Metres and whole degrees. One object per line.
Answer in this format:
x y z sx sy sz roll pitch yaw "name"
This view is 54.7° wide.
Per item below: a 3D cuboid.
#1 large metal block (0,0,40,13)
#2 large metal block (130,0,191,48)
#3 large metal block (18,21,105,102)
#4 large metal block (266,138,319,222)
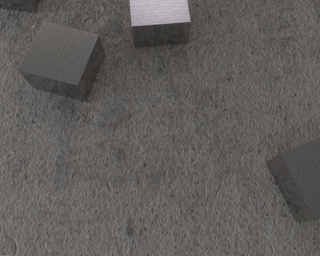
-0.229 -0.231 0.478 0.080 0.050 0.080 7 70 2 "large metal block"
-0.002 -0.170 0.457 0.081 0.050 0.080 -5 70 -2 "large metal block"
-0.131 -0.091 0.427 0.080 0.050 0.080 15 71 5 "large metal block"
0.191 0.059 0.374 0.080 0.050 0.080 -19 71 -7 "large metal block"
